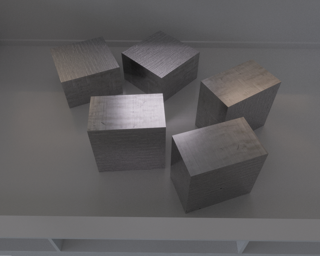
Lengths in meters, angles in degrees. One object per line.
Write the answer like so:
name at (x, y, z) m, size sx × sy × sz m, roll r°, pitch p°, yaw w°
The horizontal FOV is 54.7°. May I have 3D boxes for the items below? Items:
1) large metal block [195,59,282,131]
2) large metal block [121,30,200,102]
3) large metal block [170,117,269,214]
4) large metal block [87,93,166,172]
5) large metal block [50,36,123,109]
large metal block at (0.096, -0.030, 0.395) m, size 0.081 × 0.080 × 0.050 m, roll -25°, pitch 55°, yaw -20°
large metal block at (0.001, -0.094, 0.468) m, size 0.080 × 0.050 × 0.080 m, roll 36°, pitch 59°, yaw 26°
large metal block at (0.058, 0.041, 0.335) m, size 0.081 × 0.080 × 0.050 m, roll -14°, pitch 52°, yaw -12°
large metal block at (-0.036, 0.007, 0.363) m, size 0.081 × 0.080 × 0.050 m, roll -3°, pitch 50°, yaw -3°
large metal block at (-0.108, -0.084, 0.459) m, size 0.081 × 0.050 × 0.080 m, roll -18°, pitch 53°, yaw -15°
